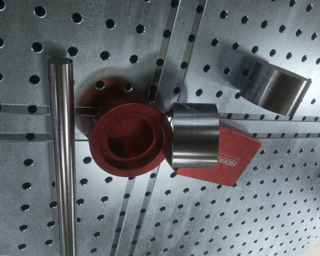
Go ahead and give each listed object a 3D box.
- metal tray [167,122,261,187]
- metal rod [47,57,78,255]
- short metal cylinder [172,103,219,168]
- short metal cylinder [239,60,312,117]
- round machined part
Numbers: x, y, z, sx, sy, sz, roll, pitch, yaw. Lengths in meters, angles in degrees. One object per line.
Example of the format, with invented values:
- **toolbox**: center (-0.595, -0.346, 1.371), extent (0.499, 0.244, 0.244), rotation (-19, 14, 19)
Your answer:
- **metal tray**: center (0.086, 0.038, 0.478), extent (0.131, 0.030, 0.090), rotation (19, 109, -36)
- **metal rod**: center (-0.117, 0.062, 0.384), extent (0.025, 0.025, 0.298), rotation (-7, 122, -25)
- **short metal cylinder**: center (0.041, 0.009, 0.381), extent (0.050, 0.080, 0.079), rotation (1, 122, 1)
- **short metal cylinder**: center (0.157, -0.056, 0.426), extent (0.081, 0.080, 0.050), rotation (6, 115, -31)
- **round machined part**: center (-0.037, 0.008, 0.378), extent (0.099, 0.042, 0.097), rotation (-7, 117, -14)
